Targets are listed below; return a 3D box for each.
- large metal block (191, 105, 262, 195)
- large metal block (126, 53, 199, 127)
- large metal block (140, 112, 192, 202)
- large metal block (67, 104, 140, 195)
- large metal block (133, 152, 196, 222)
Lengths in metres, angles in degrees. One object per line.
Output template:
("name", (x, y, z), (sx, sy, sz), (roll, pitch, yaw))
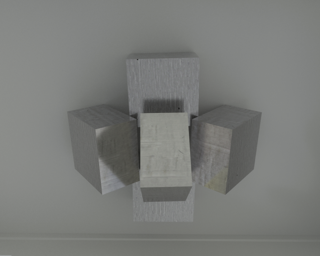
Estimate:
("large metal block", (0.081, 0.022, 0.382), (0.050, 0.081, 0.079), (17, 116, 35))
("large metal block", (0.004, -0.048, 0.376), (0.080, 0.050, 0.079), (-1, 110, 0))
("large metal block", (0.005, 0.036, 0.351), (0.050, 0.080, 0.080), (-1, 66, -1))
("large metal block", (-0.070, 0.022, 0.380), (0.050, 0.080, 0.079), (-16, 115, -33))
("large metal block", (0.005, 0.080, 0.426), (0.081, 0.050, 0.079), (1, 110, -1))
